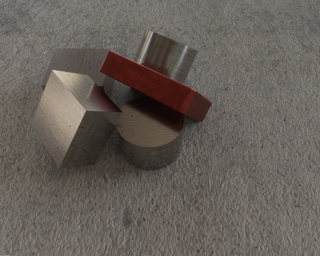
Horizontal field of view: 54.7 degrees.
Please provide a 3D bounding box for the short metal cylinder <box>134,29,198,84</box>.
[{"bbox_3d":[0.008,-0.103,0.450,0.080,0.050,0.080,22,14,-5],"label":"short metal cylinder"}]

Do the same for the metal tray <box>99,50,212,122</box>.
[{"bbox_3d":[-0.004,-0.054,0.409,0.130,0.090,0.030,29,96,22],"label":"metal tray"}]

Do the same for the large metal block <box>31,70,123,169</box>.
[{"bbox_3d":[-0.102,-0.011,0.368,0.050,0.080,0.080,0,38,-50],"label":"large metal block"}]

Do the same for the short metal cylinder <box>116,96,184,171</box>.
[{"bbox_3d":[-0.012,0.006,0.384,0.081,0.050,0.080,0,50,0],"label":"short metal cylinder"}]

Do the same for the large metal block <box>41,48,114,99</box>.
[{"bbox_3d":[-0.112,-0.069,0.443,0.080,0.050,0.080,1,50,0],"label":"large metal block"}]
